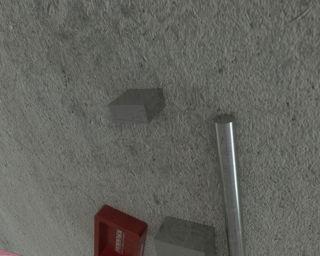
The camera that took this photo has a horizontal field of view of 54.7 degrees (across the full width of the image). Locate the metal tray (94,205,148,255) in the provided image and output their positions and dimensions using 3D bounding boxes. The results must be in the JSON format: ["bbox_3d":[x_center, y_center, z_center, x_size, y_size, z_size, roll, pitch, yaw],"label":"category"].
[{"bbox_3d":[-0.075,0.210,0.570,0.090,0.030,0.129,20,126,16],"label":"metal tray"}]

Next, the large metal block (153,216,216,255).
[{"bbox_3d":[0.042,0.193,0.487,0.080,0.050,0.079,6,121,25],"label":"large metal block"}]

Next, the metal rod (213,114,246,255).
[{"bbox_3d":[0.101,0.120,0.426,0.025,0.025,0.298,3,120,26],"label":"metal rod"}]

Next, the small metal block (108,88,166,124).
[{"bbox_3d":[-0.028,-0.028,0.387,0.050,0.050,0.025,2,119,27],"label":"small metal block"}]
